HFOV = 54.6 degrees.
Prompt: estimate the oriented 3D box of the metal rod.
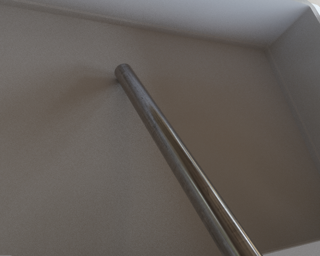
[{"bbox_3d":[0.008,0.012,0.323,0.025,0.025,0.300,-1,37,-29],"label":"metal rod"}]
